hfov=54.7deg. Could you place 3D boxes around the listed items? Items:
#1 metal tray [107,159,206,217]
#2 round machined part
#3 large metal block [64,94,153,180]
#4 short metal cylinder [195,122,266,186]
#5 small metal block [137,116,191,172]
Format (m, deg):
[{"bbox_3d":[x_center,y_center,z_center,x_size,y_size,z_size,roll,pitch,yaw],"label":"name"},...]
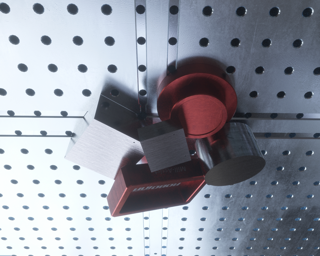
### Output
[{"bbox_3d":[-0.001,0.085,0.443,0.131,0.030,0.089,-2,142,-28],"label":"metal tray"},{"bbox_3d":[0.046,-0.025,0.379,0.099,0.042,0.097,0,130,0],"label":"round machined part"},{"bbox_3d":[-0.066,0.016,0.408,0.080,0.050,0.080,29,124,-22],"label":"large metal block"},{"bbox_3d":[0.092,0.036,0.412,0.081,0.050,0.080,-9,145,-6],"label":"short metal cylinder"},{"bbox_3d":[0.006,0.020,0.368,0.050,0.025,0.050,-17,126,0],"label":"small metal block"}]
